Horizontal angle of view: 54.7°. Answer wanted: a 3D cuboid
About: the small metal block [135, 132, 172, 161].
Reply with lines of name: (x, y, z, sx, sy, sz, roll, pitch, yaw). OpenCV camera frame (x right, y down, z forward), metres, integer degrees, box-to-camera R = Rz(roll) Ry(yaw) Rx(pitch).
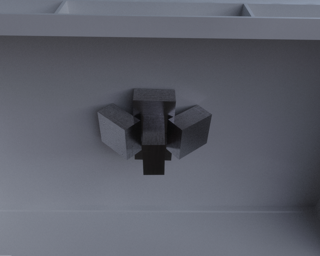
small metal block: (-0.009, 0.017, 0.421, 0.050, 0.025, 0.050, 2, 130, -2)

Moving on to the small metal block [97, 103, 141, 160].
small metal block: (-0.051, 0.004, 0.392, 0.050, 0.025, 0.050, 32, 139, 31)

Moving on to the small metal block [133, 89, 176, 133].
small metal block: (-0.008, -0.021, 0.388, 0.050, 0.025, 0.050, 1, 130, -2)

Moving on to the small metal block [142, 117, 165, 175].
small metal block: (-0.007, 0.021, 0.375, 0.025, 0.050, 0.050, 0, 130, -1)

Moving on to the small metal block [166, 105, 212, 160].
small metal block: (0.036, 0.005, 0.396, 0.050, 0.025, 0.050, -27, 139, -30)
